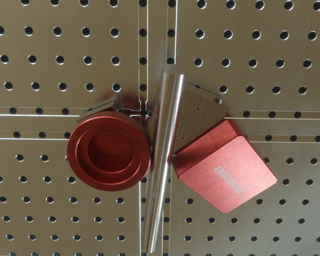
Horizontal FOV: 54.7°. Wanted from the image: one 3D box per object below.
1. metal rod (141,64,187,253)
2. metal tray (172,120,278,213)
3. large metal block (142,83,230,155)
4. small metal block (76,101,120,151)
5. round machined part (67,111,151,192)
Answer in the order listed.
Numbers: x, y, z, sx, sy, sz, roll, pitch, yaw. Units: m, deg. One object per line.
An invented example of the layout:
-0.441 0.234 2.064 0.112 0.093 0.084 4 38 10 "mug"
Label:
-0.001 0.062 0.390 0.025 0.025 0.298 6 126 -2 "metal rod"
0.087 0.056 0.401 0.090 0.030 0.130 -36 131 13 "metal tray"
0.029 -0.012 0.392 0.080 0.050 0.079 22 109 -8 "large metal block"
-0.074 -0.001 0.409 0.050 0.025 0.050 -21 109 7 "small metal block"
-0.059 0.025 0.380 0.099 0.042 0.097 1 111 2 "round machined part"
